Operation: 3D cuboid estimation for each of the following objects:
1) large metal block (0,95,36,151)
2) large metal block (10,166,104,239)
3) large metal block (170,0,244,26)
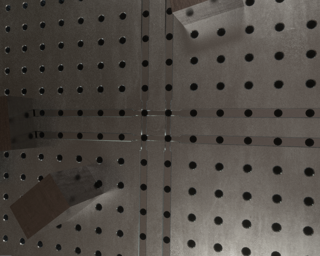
[{"bbox_3d":[-0.247,-0.004,0.484,0.080,0.050,0.080,-6,88,19],"label":"large metal block"},{"bbox_3d":[-0.141,0.100,0.431,0.080,0.080,0.050,-38,78,16],"label":"large metal block"},{"bbox_3d":[0.052,-0.184,0.380,0.080,0.050,0.080,-13,86,19],"label":"large metal block"}]
